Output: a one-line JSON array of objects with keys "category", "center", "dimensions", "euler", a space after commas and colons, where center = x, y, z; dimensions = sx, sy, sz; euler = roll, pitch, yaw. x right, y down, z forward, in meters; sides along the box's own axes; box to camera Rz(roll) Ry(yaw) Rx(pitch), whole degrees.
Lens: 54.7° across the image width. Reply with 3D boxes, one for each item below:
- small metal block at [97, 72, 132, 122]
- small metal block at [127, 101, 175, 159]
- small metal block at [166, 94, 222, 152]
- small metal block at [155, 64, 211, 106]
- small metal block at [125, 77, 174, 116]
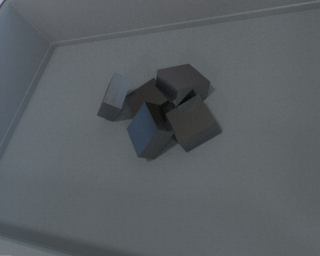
[{"category": "small metal block", "center": [-0.067, -0.044, 0.446], "dimensions": [0.050, 0.025, 0.050], "euler": [138, 151, -61]}, {"category": "small metal block", "center": [-0.013, 0.003, 0.392], "dimensions": [0.050, 0.025, 0.050], "euler": [-54, 44, 31]}, {"category": "small metal block", "center": [0.041, -0.006, 0.385], "dimensions": [0.050, 0.025, 0.050], "euler": [-31, 52, 7]}, {"category": "small metal block", "center": [0.029, -0.058, 0.408], "dimensions": [0.050, 0.025, 0.050], "euler": [-17, 46, -26]}, {"category": "small metal block", "center": [-0.015, -0.034, 0.431], "dimensions": [0.050, 0.025, 0.050], "euler": [-33, 52, 6]}]
